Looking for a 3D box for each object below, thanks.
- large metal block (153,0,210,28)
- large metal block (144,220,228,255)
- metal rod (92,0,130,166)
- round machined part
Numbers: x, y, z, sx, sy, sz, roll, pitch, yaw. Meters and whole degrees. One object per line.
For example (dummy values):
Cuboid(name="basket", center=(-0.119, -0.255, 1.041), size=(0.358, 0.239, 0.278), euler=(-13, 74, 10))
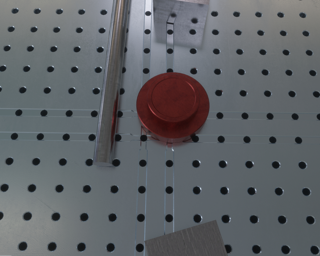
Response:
Cuboid(name="large metal block", center=(0.037, -0.208, 0.475), size=(0.080, 0.050, 0.080), euler=(10, 70, 3))
Cuboid(name="large metal block", center=(0.033, 0.154, 0.342), size=(0.081, 0.050, 0.080), euler=(-15, 71, -6))
Cuboid(name="metal rod", center=(-0.066, -0.094, 0.445), size=(0.025, 0.025, 0.299), euler=(3, 70, 1))
Cuboid(name="round machined part", center=(0.017, -0.033, 0.415), size=(0.099, 0.042, 0.098), euler=(0, 70, 0))
